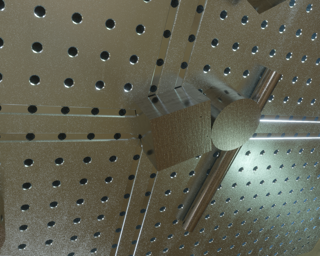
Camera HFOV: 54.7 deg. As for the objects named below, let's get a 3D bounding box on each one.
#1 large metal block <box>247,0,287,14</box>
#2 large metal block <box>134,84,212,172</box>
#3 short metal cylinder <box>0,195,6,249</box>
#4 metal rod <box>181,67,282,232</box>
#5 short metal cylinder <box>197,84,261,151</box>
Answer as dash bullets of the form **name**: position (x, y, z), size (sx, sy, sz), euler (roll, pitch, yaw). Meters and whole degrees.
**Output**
- **large metal block**: position (0.134, -0.177, 0.330), size (0.050, 0.080, 0.080), euler (44, 93, -9)
- **large metal block**: position (0.019, -0.001, 0.404), size (0.081, 0.050, 0.079), euler (-19, 126, -17)
- **short metal cylinder**: position (-0.217, 0.108, 0.343), size (0.081, 0.050, 0.079), euler (-14, 124, -21)
- **metal rod**: position (0.108, 0.046, 0.497), size (0.025, 0.025, 0.298), euler (12, 112, -33)
- **short metal cylinder**: position (0.093, -0.015, 0.436), size (0.081, 0.050, 0.079), euler (-14, 124, -21)
